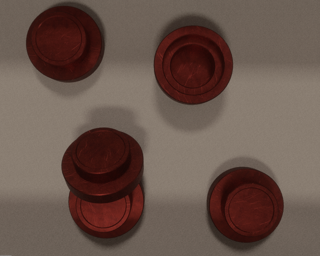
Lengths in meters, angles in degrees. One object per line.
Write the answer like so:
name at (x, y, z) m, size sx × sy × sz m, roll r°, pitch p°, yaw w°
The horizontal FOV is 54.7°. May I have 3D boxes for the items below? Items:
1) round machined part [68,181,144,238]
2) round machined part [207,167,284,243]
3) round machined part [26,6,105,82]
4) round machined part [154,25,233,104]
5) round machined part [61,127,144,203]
round machined part at (-0.070, 0.095, 0.402) m, size 0.099 × 0.042 × 0.097 m, roll 0°, pitch 90°, yaw -1°
round machined part at (0.114, 0.102, 0.405) m, size 0.099 × 0.042 × 0.097 m, roll 0°, pitch 90°, yaw -1°
round machined part at (-0.125, -0.110, 0.401) m, size 0.099 × 0.042 × 0.097 m, roll 0°, pitch 90°, yaw -1°
round machined part at (0.042, -0.079, 0.403) m, size 0.099 × 0.042 × 0.097 m, roll 0°, pitch 90°, yaw -1°
round machined part at (-0.069, 0.037, 0.376) m, size 0.099 × 0.042 × 0.098 m, roll 1°, pitch 49°, yaw -1°
